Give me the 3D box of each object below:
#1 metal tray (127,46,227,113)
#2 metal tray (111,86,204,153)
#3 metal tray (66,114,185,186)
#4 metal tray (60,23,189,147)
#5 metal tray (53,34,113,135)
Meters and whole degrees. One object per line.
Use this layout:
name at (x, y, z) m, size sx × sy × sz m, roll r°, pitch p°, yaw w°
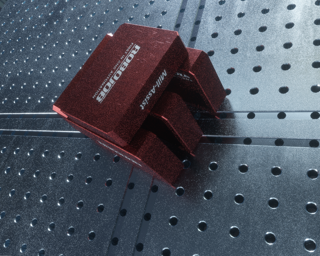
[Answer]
metal tray at (0.013, -0.070, 0.402) m, size 0.130 × 0.090 × 0.030 m, roll 23°, pitch 75°, yaw 36°
metal tray at (-0.018, -0.021, 0.389) m, size 0.130 × 0.090 × 0.030 m, roll 22°, pitch 73°, yaw 35°
metal tray at (-0.043, 0.017, 0.379) m, size 0.130 × 0.090 × 0.030 m, roll 23°, pitch 75°, yaw 36°
metal tray at (-0.040, -0.053, 0.343) m, size 0.090 × 0.030 × 0.130 m, roll 23°, pitch 74°, yaw 36°
metal tray at (-0.087, -0.057, 0.445) m, size 0.030 × 0.090 × 0.130 m, roll 29°, pitch 76°, yaw 15°
